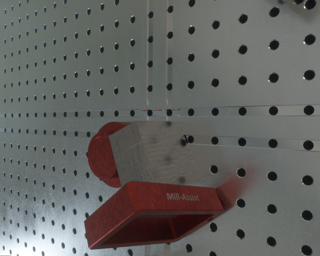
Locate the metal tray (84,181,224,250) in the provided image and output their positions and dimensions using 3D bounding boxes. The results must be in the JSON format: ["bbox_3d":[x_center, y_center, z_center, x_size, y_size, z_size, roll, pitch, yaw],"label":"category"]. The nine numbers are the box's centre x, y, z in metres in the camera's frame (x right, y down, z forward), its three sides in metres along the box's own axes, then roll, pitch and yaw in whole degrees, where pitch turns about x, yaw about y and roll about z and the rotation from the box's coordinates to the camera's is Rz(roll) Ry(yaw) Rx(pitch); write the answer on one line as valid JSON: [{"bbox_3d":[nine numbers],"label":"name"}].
[{"bbox_3d":[-0.004,0.098,0.342,0.090,0.131,0.030,-44,50,31],"label":"metal tray"}]

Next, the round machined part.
[{"bbox_3d":[-0.069,0.039,0.456,0.098,0.042,0.097,0,90,40],"label":"round machined part"}]

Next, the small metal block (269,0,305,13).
[{"bbox_3d":[0.111,-0.140,0.301,0.050,0.050,0.025,44,117,31],"label":"small metal block"}]

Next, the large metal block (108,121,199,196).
[{"bbox_3d":[-0.007,0.038,0.379,0.050,0.081,0.080,-27,73,37],"label":"large metal block"}]
